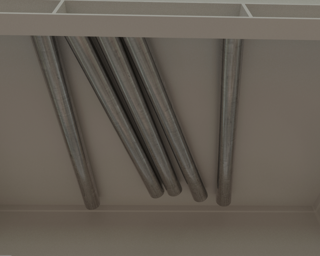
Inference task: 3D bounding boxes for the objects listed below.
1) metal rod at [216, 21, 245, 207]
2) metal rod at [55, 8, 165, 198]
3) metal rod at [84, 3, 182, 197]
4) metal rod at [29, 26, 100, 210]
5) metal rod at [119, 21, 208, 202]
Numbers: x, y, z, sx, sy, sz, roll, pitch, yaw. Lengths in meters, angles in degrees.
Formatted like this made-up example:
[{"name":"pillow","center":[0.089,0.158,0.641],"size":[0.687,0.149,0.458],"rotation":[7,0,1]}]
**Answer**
[{"name":"metal rod","center":[0.090,0.007,0.416],"size":[0.025,0.025,0.298],"rotation":[-5,130,3]},{"name":"metal rod","center":[-0.049,-0.006,0.403],"size":[0.025,0.025,0.299],"rotation":[-14,129,11]},{"name":"metal rod","center":[-0.020,-0.010,0.400],"size":[0.025,0.025,0.299],"rotation":[-13,129,10]},{"name":"metal rod","center":[-0.117,0.012,0.417],"size":[0.025,0.025,0.298],"rotation":[-2,130,1]},{"name":"metal rod","center":[0.018,0.003,0.411],"size":[0.025,0.025,0.299],"rotation":[-15,129,12]}]
